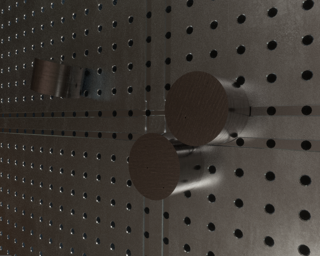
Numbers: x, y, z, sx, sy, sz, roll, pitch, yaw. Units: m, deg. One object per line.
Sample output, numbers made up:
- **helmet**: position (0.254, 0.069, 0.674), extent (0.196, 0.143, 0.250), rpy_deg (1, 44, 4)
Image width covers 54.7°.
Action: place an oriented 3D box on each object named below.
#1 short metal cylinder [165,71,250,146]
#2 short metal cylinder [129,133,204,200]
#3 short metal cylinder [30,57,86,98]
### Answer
- **short metal cylinder**: position (0.052, -0.021, 0.349), extent (0.080, 0.050, 0.079), rpy_deg (0, 90, 39)
- **short metal cylinder**: position (0.007, 0.045, 0.385), extent (0.080, 0.050, 0.079), rpy_deg (0, 90, 39)
- **short metal cylinder**: position (-0.166, -0.082, 0.508), extent (0.080, 0.081, 0.050), rpy_deg (21, 103, 37)
